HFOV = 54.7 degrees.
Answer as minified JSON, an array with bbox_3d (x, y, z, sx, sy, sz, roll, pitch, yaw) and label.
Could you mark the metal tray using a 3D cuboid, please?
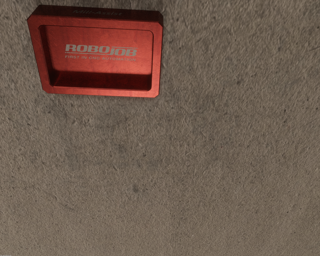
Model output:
[{"bbox_3d":[-0.064,-0.080,0.334,0.131,0.030,0.089,2,130,-3],"label":"metal tray"}]
